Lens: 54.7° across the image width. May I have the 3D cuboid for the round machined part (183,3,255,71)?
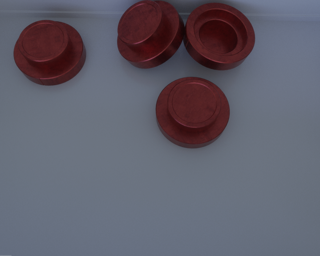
[{"bbox_3d":[0.080,-0.125,0.441,0.099,0.042,0.098,3,71,-9],"label":"round machined part"}]

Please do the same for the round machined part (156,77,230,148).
[{"bbox_3d":[0.044,-0.025,0.410,0.099,0.042,0.098,0,70,0],"label":"round machined part"}]

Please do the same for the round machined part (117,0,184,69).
[{"bbox_3d":[-0.019,-0.136,0.429,0.098,0.042,0.098,-9,68,25],"label":"round machined part"}]

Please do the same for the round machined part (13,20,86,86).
[{"bbox_3d":[-0.159,-0.113,0.441,0.099,0.042,0.098,0,70,0],"label":"round machined part"}]
